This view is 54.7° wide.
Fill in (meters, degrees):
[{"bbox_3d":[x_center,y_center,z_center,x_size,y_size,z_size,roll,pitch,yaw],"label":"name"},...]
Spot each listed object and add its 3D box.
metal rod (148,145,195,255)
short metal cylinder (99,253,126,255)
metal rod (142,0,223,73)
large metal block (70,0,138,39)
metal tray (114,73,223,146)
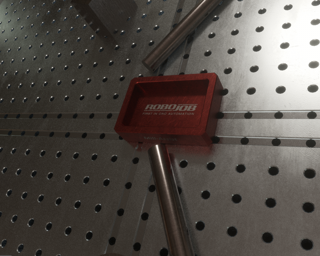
[{"bbox_3d":[0.027,0.146,0.303,0.025,0.025,0.299,-24,53,13],"label":"metal rod"},{"bbox_3d":[-0.040,0.171,0.307,0.080,0.050,0.080,-13,56,20],"label":"short metal cylinder"},{"bbox_3d":[0.083,-0.203,0.487,0.300,0.025,0.025,-47,52,-5],"label":"metal rod"},{"bbox_3d":[-0.098,-0.223,0.559,0.050,0.080,0.080,23,74,36],"label":"large metal block"},{"bbox_3d":[0.011,-0.026,0.413,0.130,0.030,0.090,2,62,28],"label":"metal tray"}]
